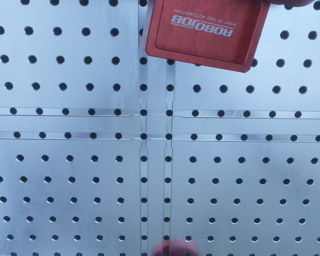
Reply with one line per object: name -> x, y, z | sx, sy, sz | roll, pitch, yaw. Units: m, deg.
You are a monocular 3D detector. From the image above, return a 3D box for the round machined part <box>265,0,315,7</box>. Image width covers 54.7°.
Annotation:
round machined part -> 0.131, -0.172, 0.326 | 0.099, 0.042, 0.098 | 4, 78, -18

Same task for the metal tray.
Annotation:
metal tray -> 0.051, -0.118, 0.351 | 0.131, 0.030, 0.089 | 6, 111, -18
